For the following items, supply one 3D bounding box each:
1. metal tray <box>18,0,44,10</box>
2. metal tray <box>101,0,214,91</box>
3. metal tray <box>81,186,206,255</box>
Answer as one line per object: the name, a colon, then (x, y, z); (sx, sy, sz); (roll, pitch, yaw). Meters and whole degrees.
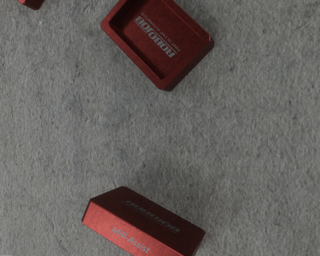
metal tray: (-0.217, -0.259, 0.481); (0.130, 0.030, 0.090); (43, 103, 14)
metal tray: (-0.005, -0.123, 0.407); (0.090, 0.030, 0.130); (-45, 76, 14)
metal tray: (-0.017, 0.121, 0.379); (0.130, 0.090, 0.030); (25, 99, 18)
